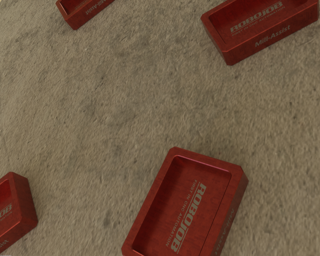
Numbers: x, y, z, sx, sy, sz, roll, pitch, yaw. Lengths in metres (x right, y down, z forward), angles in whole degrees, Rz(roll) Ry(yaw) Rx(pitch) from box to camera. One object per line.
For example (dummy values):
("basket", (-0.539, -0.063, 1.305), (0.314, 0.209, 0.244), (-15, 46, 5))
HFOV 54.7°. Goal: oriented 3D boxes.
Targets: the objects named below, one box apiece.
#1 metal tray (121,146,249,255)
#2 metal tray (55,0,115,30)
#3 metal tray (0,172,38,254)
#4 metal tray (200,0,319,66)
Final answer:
("metal tray", (0.027, 0.092, 0.328), (0.090, 0.030, 0.130), (15, 69, 33))
("metal tray", (-0.147, -0.270, 0.640), (0.130, 0.030, 0.090), (-36, 51, 3))
("metal tray", (-0.243, 0.136, 0.442), (0.130, 0.030, 0.090), (-37, 51, 3))
("metal tray", (0.132, -0.152, 0.423), (0.130, 0.030, 0.090), (-27, 52, 10))
